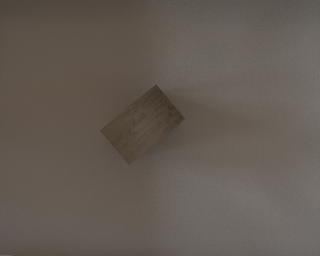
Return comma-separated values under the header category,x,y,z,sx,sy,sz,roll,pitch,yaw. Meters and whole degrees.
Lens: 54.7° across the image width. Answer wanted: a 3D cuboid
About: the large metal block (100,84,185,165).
category,x,y,z,sx,sy,sz,roll,pitch,yaw
large metal block,-0.019,-0.004,0.381,0.080,0.080,0.050,-40,90,0
